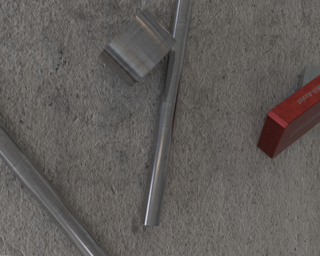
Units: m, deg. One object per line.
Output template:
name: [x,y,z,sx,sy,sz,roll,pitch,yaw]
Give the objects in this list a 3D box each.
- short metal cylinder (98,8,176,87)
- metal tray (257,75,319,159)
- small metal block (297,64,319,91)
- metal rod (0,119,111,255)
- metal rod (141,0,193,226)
short metal cylinder: [-0.027,-0.095,0.370,0.050,0.080,0.080,45,76,-15]
metal tray: [0.205,-0.020,0.451,0.131,0.090,0.030,-33,59,-17]
small metal block: [0.229,-0.065,0.477,0.025,0.050,0.050,12,85,15]
metal rod: [-0.134,0.074,0.359,0.025,0.025,0.299,-38,102,-16]
metal rod: [0.010,-0.023,0.412,0.025,0.025,0.298,10,87,-20]
